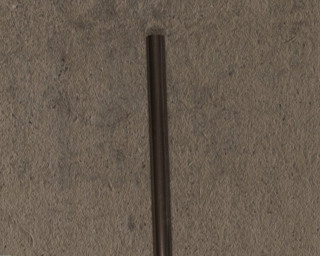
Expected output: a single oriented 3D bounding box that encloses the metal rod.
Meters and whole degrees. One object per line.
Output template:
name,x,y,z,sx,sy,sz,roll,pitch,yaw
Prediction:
metal rod,-0.001,0.029,0.409,0.025,0.025,0.298,-2,90,-1
